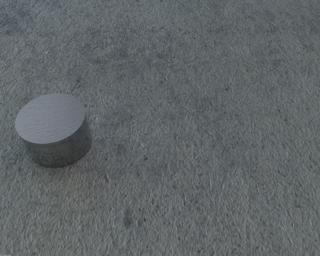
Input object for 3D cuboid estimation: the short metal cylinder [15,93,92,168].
[{"bbox_3d":[-0.129,0.003,0.384,0.080,0.050,0.080,0,50,0],"label":"short metal cylinder"}]
